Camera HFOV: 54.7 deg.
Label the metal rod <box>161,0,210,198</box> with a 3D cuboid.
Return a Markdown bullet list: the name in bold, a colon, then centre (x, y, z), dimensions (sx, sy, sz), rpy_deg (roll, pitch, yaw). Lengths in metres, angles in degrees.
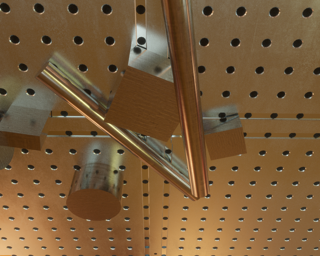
- **metal rod**: centre (0.030, -0.028, 0.322), dimensions (0.025, 0.025, 0.298), rpy_deg (-7, 130, 6)

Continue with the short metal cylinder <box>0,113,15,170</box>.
- **short metal cylinder**: centre (-0.231, 0.018, 0.389), dimensions (0.050, 0.080, 0.080), rpy_deg (-11, 129, 9)

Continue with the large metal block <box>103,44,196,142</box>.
- **large metal block**: centre (-0.012, -0.039, 0.362), dimensions (0.080, 0.050, 0.079), rpy_deg (19, 128, -16)

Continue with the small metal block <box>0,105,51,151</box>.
- **small metal block**: centre (-0.171, -0.001, 0.393), dimensions (0.050, 0.050, 0.025), rpy_deg (9, 130, -8)

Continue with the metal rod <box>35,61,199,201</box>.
- **metal rod**: centre (-0.038, 0.020, 0.428), dimensions (0.025, 0.025, 0.300), rpy_deg (-33, 123, 24)

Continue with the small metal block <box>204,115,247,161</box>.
- **small metal block**: centre (0.088, 0.014, 0.424), dimensions (0.050, 0.025, 0.050), rpy_deg (-13, 129, 10)

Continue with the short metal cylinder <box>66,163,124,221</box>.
- **short metal cylinder**: centre (-0.098, 0.099, 0.479), dimensions (0.081, 0.050, 0.079), rpy_deg (0, 130, 0)
